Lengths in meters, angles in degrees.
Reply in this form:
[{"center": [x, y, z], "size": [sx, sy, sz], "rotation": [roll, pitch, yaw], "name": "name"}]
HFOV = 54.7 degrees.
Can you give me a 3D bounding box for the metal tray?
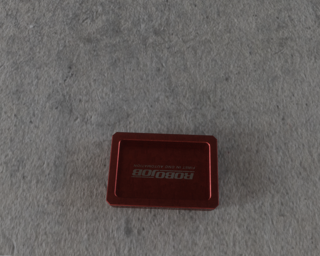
[{"center": [0.004, 0.054, 0.385], "size": [0.131, 0.030, 0.090], "rotation": [2, 70, 0], "name": "metal tray"}]
